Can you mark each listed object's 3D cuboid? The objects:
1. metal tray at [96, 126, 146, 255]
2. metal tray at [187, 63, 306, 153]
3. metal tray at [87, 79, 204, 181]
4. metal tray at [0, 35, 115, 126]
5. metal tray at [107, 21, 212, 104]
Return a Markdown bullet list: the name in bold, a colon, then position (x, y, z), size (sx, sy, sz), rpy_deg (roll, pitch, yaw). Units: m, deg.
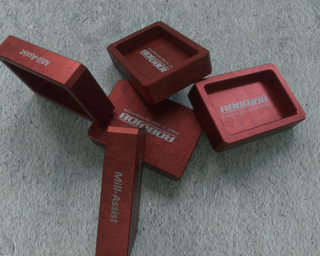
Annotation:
- **metal tray**: position (-0.038, 0.063, 0.331), size (0.030, 0.090, 0.129), rpy_deg (5, 91, 2)
- **metal tray**: position (0.112, -0.029, 0.401), size (0.131, 0.030, 0.090), rpy_deg (-16, 70, -22)
- **metal tray**: position (-0.015, 0.002, 0.406), size (0.130, 0.030, 0.090), rpy_deg (24, 72, 8)
- **metal tray**: position (-0.127, -0.057, 0.378), size (0.130, 0.090, 0.030), rpy_deg (24, 71, 26)
- **metal tray**: position (-0.005, -0.092, 0.409), size (0.090, 0.030, 0.130), rpy_deg (-30, 44, -11)
